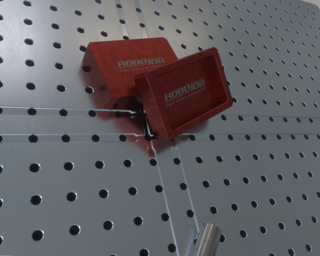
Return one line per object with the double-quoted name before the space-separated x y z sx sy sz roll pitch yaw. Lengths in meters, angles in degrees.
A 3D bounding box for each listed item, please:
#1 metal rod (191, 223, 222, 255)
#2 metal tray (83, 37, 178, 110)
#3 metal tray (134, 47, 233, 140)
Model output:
"metal rod" 0.005 0.223 0.274 0.025 0.025 0.301 34 51 -7
"metal tray" -0.030 -0.081 0.438 0.131 0.030 0.090 -15 70 -34
"metal tray" 0.037 -0.050 0.423 0.131 0.030 0.090 -27 104 -32
